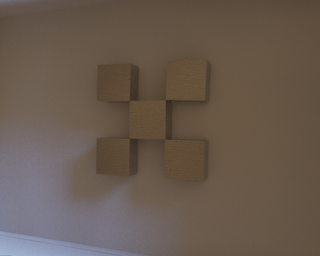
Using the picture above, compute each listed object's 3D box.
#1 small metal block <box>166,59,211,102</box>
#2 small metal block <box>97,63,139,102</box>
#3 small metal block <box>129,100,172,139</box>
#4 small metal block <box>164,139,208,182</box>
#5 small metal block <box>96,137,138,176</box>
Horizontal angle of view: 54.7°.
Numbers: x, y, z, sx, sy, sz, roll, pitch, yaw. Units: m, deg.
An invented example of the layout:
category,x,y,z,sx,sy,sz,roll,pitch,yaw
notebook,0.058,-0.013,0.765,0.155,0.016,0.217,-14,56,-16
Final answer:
category,x,y,z,sx,sy,sz,roll,pitch,yaw
small metal block,0.036,-0.059,0.395,0.050,0.025,0.050,3,91,20
small metal block,-0.058,-0.061,0.429,0.050,0.025,0.050,2,91,20
small metal block,-0.012,-0.011,0.412,0.050,0.025,0.050,1,90,20
small metal block,0.034,0.040,0.396,0.050,0.025,0.050,1,91,20
small metal block,-0.060,0.039,0.429,0.050,0.025,0.050,1,90,20
